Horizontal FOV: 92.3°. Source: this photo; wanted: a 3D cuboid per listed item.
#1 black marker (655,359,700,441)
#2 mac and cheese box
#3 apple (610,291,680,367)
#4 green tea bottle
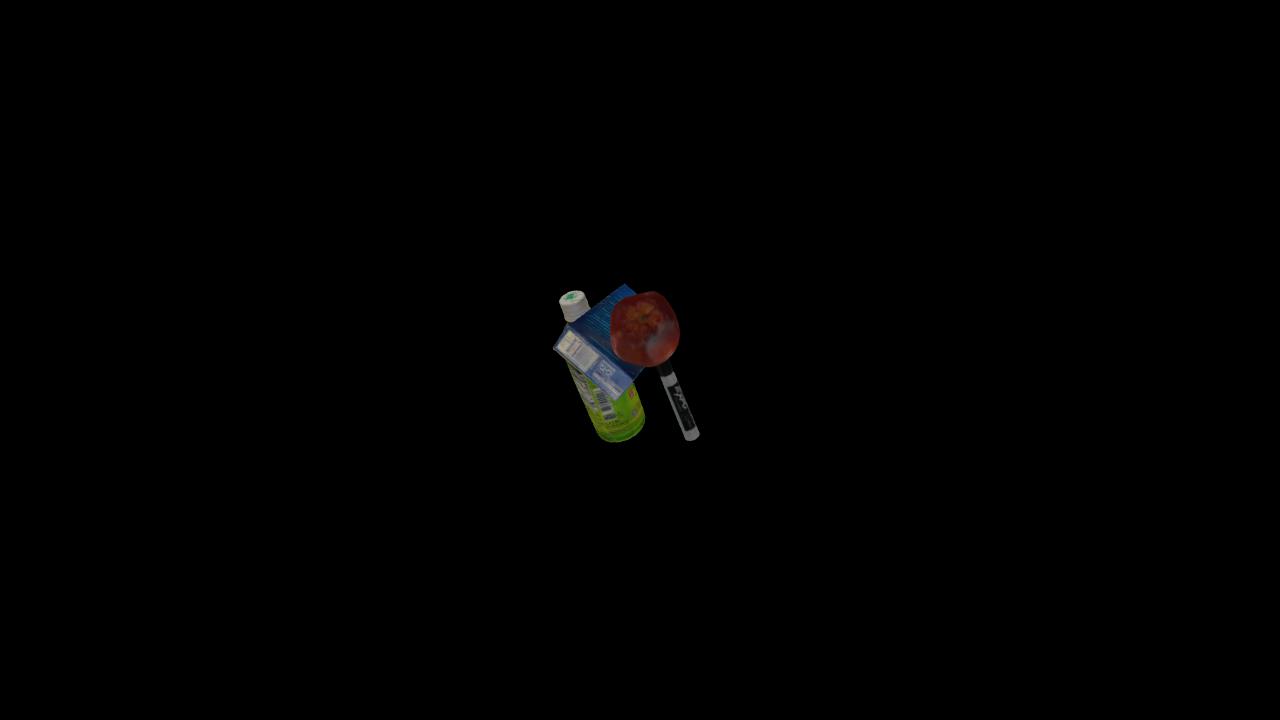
[{"bbox_3d":[0.041,0.041,0.704,0.020,0.121,0.020,-18,27,10],"label":"black marker"},{"bbox_3d":[-0.023,-0.028,0.729,0.093,0.041,0.184,39,27,1],"label":"mac and cheese box"},{"bbox_3d":[0.005,-0.033,0.644,0.079,0.079,0.093,0,-15,5],"label":"apple"},{"bbox_3d":[-0.051,0.009,0.760,0.073,0.212,0.073,-11,39,9],"label":"green tea bottle"}]
